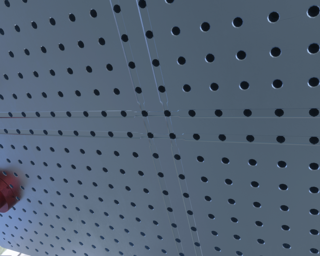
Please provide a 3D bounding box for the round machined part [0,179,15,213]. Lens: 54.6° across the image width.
[{"bbox_3d":[-0.380,0.154,0.698,0.098,0.042,0.097,13,124,21],"label":"round machined part"}]
